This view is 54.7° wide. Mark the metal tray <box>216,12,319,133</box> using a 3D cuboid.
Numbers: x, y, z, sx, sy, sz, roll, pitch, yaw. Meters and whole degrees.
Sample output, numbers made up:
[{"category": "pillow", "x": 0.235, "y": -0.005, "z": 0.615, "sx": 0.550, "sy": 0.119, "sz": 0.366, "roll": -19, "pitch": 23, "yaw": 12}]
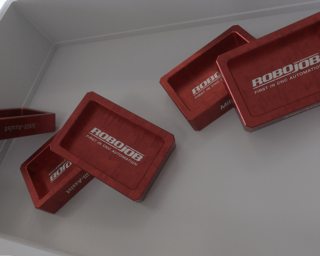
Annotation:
[{"category": "metal tray", "x": 0.139, "y": -0.060, "z": 0.339, "sx": 0.130, "sy": 0.030, "sz": 0.090, "roll": -22, "pitch": 75, "yaw": 8}]

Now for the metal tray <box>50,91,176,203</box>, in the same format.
[{"category": "metal tray", "x": -0.057, "y": 0.022, "z": 0.387, "sx": 0.130, "sy": 0.030, "sz": 0.090, "roll": 28, "pitch": 76, "yaw": 13}]

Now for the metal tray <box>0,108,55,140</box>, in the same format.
[{"category": "metal tray", "x": -0.240, "y": -0.008, "z": 0.473, "sx": 0.090, "sy": 0.131, "sz": 0.030, "roll": 10, "pitch": 102, "yaw": 32}]

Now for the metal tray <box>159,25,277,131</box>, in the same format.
[{"category": "metal tray", "x": 0.074, "y": -0.067, "z": 0.404, "sx": 0.130, "sy": 0.030, "sz": 0.090, "roll": -36, "pitch": 51, "yaw": 4}]

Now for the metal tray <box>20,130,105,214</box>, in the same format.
[{"category": "metal tray", "x": -0.131, "y": 0.045, "z": 0.443, "sx": 0.130, "sy": 0.030, "sz": 0.090, "roll": -43, "pitch": 51, "yaw": -2}]
